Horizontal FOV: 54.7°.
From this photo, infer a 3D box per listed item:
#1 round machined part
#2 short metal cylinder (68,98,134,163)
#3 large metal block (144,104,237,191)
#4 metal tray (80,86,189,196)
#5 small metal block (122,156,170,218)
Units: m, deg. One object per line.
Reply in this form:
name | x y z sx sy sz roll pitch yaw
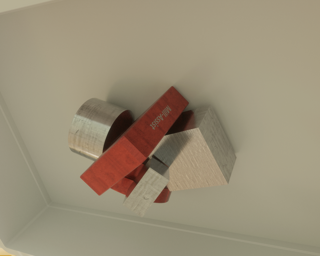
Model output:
round machined part | -0.028 0.064 0.424 0.098 0.098 0.042 19 90 17
short metal cylinder | -0.076 0.005 0.413 0.050 0.080 0.079 21 126 16
large metal block | 0.036 0.027 0.377 0.080 0.050 0.080 -15 115 34
metal tray | -0.025 0.011 0.357 0.030 0.131 0.090 46 128 -5
small metal block | -0.014 0.064 0.348 0.025 0.050 0.050 35 97 -4
